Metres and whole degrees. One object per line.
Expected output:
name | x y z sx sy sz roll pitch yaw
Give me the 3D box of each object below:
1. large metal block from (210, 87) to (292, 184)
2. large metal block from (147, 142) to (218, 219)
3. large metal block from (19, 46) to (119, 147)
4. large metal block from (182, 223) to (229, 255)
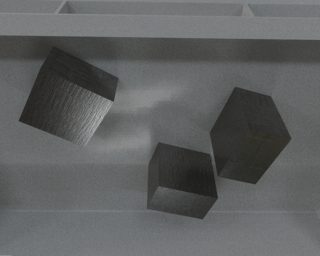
large metal block | 0.105 0.009 0.382 0.050 0.080 0.079 13 129 -11
large metal block | 0.029 0.073 0.435 0.081 0.080 0.050 14 129 -12
large metal block | -0.105 -0.034 0.362 0.080 0.050 0.080 25 126 -20
large metal block | 0.087 0.229 0.591 0.080 0.050 0.080 -6 130 5
